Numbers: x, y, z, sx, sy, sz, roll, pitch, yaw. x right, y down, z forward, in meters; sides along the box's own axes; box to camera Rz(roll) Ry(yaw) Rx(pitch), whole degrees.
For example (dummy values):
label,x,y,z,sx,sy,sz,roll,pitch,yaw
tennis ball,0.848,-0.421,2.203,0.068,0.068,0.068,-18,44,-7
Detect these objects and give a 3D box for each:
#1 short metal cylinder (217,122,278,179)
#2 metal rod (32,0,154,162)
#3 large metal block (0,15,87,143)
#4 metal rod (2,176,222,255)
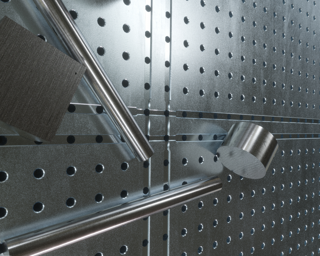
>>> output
label,x,y,z,sx,sy,sz,roll,pitch,yaw
short metal cylinder,0.137,0.036,0.489,0.080,0.080,0.050,51,60,-28
metal rod,-0.088,-0.084,0.335,0.025,0.025,0.299,-45,117,-31
large metal block,-0.128,-0.040,0.285,0.080,0.050,0.080,32,70,-36
metal rod,-0.028,0.102,0.385,0.302,0.025,0.025,-8,95,-40
